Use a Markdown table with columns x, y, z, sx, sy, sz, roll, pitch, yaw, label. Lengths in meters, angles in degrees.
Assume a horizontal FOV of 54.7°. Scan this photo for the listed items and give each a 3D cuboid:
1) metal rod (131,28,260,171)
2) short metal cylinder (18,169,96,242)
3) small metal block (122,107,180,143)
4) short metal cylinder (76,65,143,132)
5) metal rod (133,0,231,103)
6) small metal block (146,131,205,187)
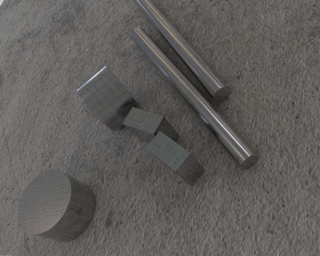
| x | y | z | sx | sy | sz | roll | pitch | yaw | label |
| --- | --- | --- | --- | --- | --- | --- | --- | --- | --- |
| 0.030 | -0.060 | 0.424 | 0.025 | 0.025 | 0.300 | -37 | 51 | 3 | metal rod |
| -0.130 | 0.099 | 0.395 | 0.080 | 0.050 | 0.080 | -13 | 56 | 21 | short metal cylinder |
| -0.011 | 0.002 | 0.392 | 0.050 | 0.050 | 0.025 | 18 | 72 | 35 | small metal block |
| -0.069 | -0.041 | 0.430 | 0.050 | 0.080 | 0.080 | -40 | 51 | 1 | short metal cylinder |
| 0.019 | -0.143 | 0.481 | 0.025 | 0.025 | 0.300 | -35 | 51 | 5 | metal rod |
| 0.018 | 0.036 | 0.356 | 0.025 | 0.050 | 0.050 | -50 | 52 | -6 | small metal block |
